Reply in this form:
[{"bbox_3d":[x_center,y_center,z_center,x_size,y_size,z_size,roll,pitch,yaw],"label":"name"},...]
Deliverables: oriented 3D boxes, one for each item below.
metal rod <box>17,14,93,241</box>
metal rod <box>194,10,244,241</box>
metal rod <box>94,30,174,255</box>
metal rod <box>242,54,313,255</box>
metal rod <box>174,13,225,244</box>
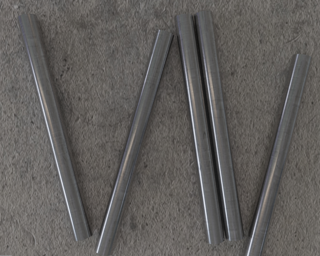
[{"bbox_3d":[-0.138,-0.001,0.408,0.025,0.025,0.298,-14,90,0],"label":"metal rod"},{"bbox_3d":[0.078,-0.003,0.410,0.025,0.025,0.298,-8,90,0],"label":"metal rod"},{"bbox_3d":[-0.034,0.019,0.409,0.025,0.025,0.298,16,90,0],"label":"metal rod"},{"bbox_3d":[0.152,0.051,0.410,0.025,0.025,0.298,14,90,0],"label":"metal rod"},{"bbox_3d":[0.052,0.001,0.410,0.025,0.025,0.298,-8,90,0],"label":"metal rod"}]
